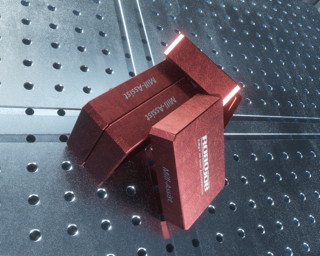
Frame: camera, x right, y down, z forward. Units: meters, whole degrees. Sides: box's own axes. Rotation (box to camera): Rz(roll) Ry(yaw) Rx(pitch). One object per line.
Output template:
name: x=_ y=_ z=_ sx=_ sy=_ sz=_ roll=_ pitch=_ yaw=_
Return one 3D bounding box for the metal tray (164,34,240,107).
metal tray: x=0.052 y=-0.069 z=0.407 sx=0.090 sy=0.030 sz=0.130 roll=43 pitch=6 yaw=1

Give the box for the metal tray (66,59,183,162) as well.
metal tray: x=-0.039 y=-0.021 z=0.359 sx=0.030 sy=0.090 sz=0.131 roll=49 pitch=51 yaw=5

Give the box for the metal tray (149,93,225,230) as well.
metal tray: x=0.037 y=0.038 z=0.347 sx=0.030 sy=0.129 sz=0.091 roll=18 pitch=40 yaw=36

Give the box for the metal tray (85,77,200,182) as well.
metal tray: x=-0.017 y=0.000 z=0.356 sx=0.030 sy=0.090 sz=0.131 roll=49 pitch=51 yaw=5

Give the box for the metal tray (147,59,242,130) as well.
metal tray: x=0.053 y=-0.056 z=0.468 sx=0.130 sy=0.030 sz=0.090 roll=40 pitch=51 yaw=-2
